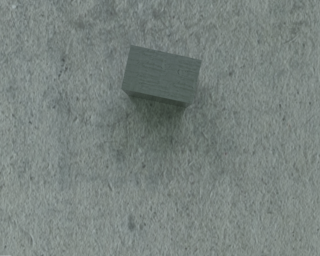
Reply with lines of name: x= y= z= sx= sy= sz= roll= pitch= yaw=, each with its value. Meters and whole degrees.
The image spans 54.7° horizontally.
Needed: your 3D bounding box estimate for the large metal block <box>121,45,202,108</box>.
large metal block: x=0.002 y=-0.060 z=0.383 sx=0.080 sy=0.080 sz=0.050 roll=12 pitch=90 yaw=-1
